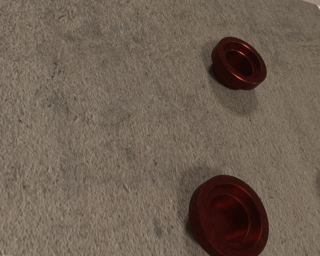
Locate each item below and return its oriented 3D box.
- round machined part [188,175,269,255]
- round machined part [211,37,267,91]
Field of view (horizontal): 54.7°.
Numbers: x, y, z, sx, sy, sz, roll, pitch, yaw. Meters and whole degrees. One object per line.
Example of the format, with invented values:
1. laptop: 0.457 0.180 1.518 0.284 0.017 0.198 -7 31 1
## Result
1. round machined part: 0.077 0.109 0.369 0.099 0.042 0.098 14 56 -21
2. round machined part: 0.129 -0.104 0.529 0.099 0.042 0.098 14 56 -21
